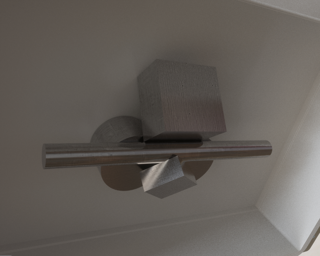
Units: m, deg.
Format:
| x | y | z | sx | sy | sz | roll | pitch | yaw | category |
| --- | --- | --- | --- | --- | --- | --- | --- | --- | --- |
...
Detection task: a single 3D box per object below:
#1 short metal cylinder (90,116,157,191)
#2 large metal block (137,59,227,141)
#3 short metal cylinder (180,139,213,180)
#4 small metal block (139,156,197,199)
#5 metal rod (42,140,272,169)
| x | y | z | sx | sy | sz | roll | pitch | yaw | category |
| --- | --- | --- | --- | --- | --- | --- | --- | --- | --- |
| -0.042 | 0.032 | 0.389 | 0.081 | 0.050 | 0.079 | -14 | 125 | -21 | short metal cylinder |
| 0.024 | -0.028 | 0.361 | 0.081 | 0.050 | 0.080 | 1 | 75 | -29 | large metal block |
| 0.028 | 0.033 | 0.429 | 0.081 | 0.050 | 0.079 | -14 | 125 | -21 | short metal cylinder |
| 0.011 | 0.061 | 0.373 | 0.050 | 0.025 | 0.050 | -25 | 151 | 13 | small metal block |
| 0.020 | 0.029 | 0.372 | 0.303 | 0.025 | 0.025 | 1 | 118 | -29 | metal rod |
